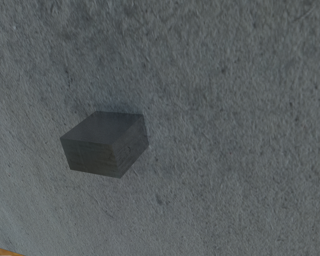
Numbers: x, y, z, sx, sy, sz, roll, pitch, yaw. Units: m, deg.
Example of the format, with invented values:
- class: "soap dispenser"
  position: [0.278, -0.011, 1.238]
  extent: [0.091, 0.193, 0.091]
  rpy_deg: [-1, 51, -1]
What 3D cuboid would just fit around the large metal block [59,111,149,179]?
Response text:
- class: "large metal block"
  position: [-0.072, 0.019, 0.422]
  extent: [0.080, 0.080, 0.050]
  rpy_deg: [5, 121, 25]
